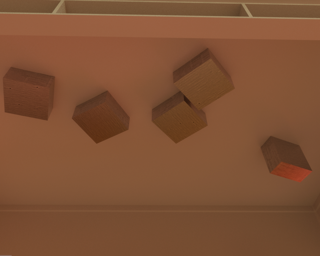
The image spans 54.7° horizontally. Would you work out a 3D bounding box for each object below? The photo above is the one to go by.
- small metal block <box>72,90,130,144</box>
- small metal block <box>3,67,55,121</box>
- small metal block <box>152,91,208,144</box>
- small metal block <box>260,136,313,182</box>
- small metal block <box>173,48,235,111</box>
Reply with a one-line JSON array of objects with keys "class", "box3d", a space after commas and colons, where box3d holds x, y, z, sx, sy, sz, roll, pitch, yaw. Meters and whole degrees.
[{"class": "small metal block", "box3d": [-0.074, -0.013, 0.397, 0.050, 0.025, 0.050, -24, 127, 18]}, {"class": "small metal block", "box3d": [-0.157, -0.040, 0.372, 0.050, 0.025, 0.050, 12, 129, -10]}, {"class": "small metal block", "box3d": [0.025, -0.014, 0.398, 0.050, 0.025, 0.050, -32, 124, 24]}, {"class": "small metal block", "box3d": [0.175, 0.043, 0.432, 0.050, 0.050, 0.025, 17, 128, -15]}, {"class": "small metal block", "box3d": [0.051, -0.056, 0.362, 0.050, 0.025, 0.050, -32, 124, 24]}]
